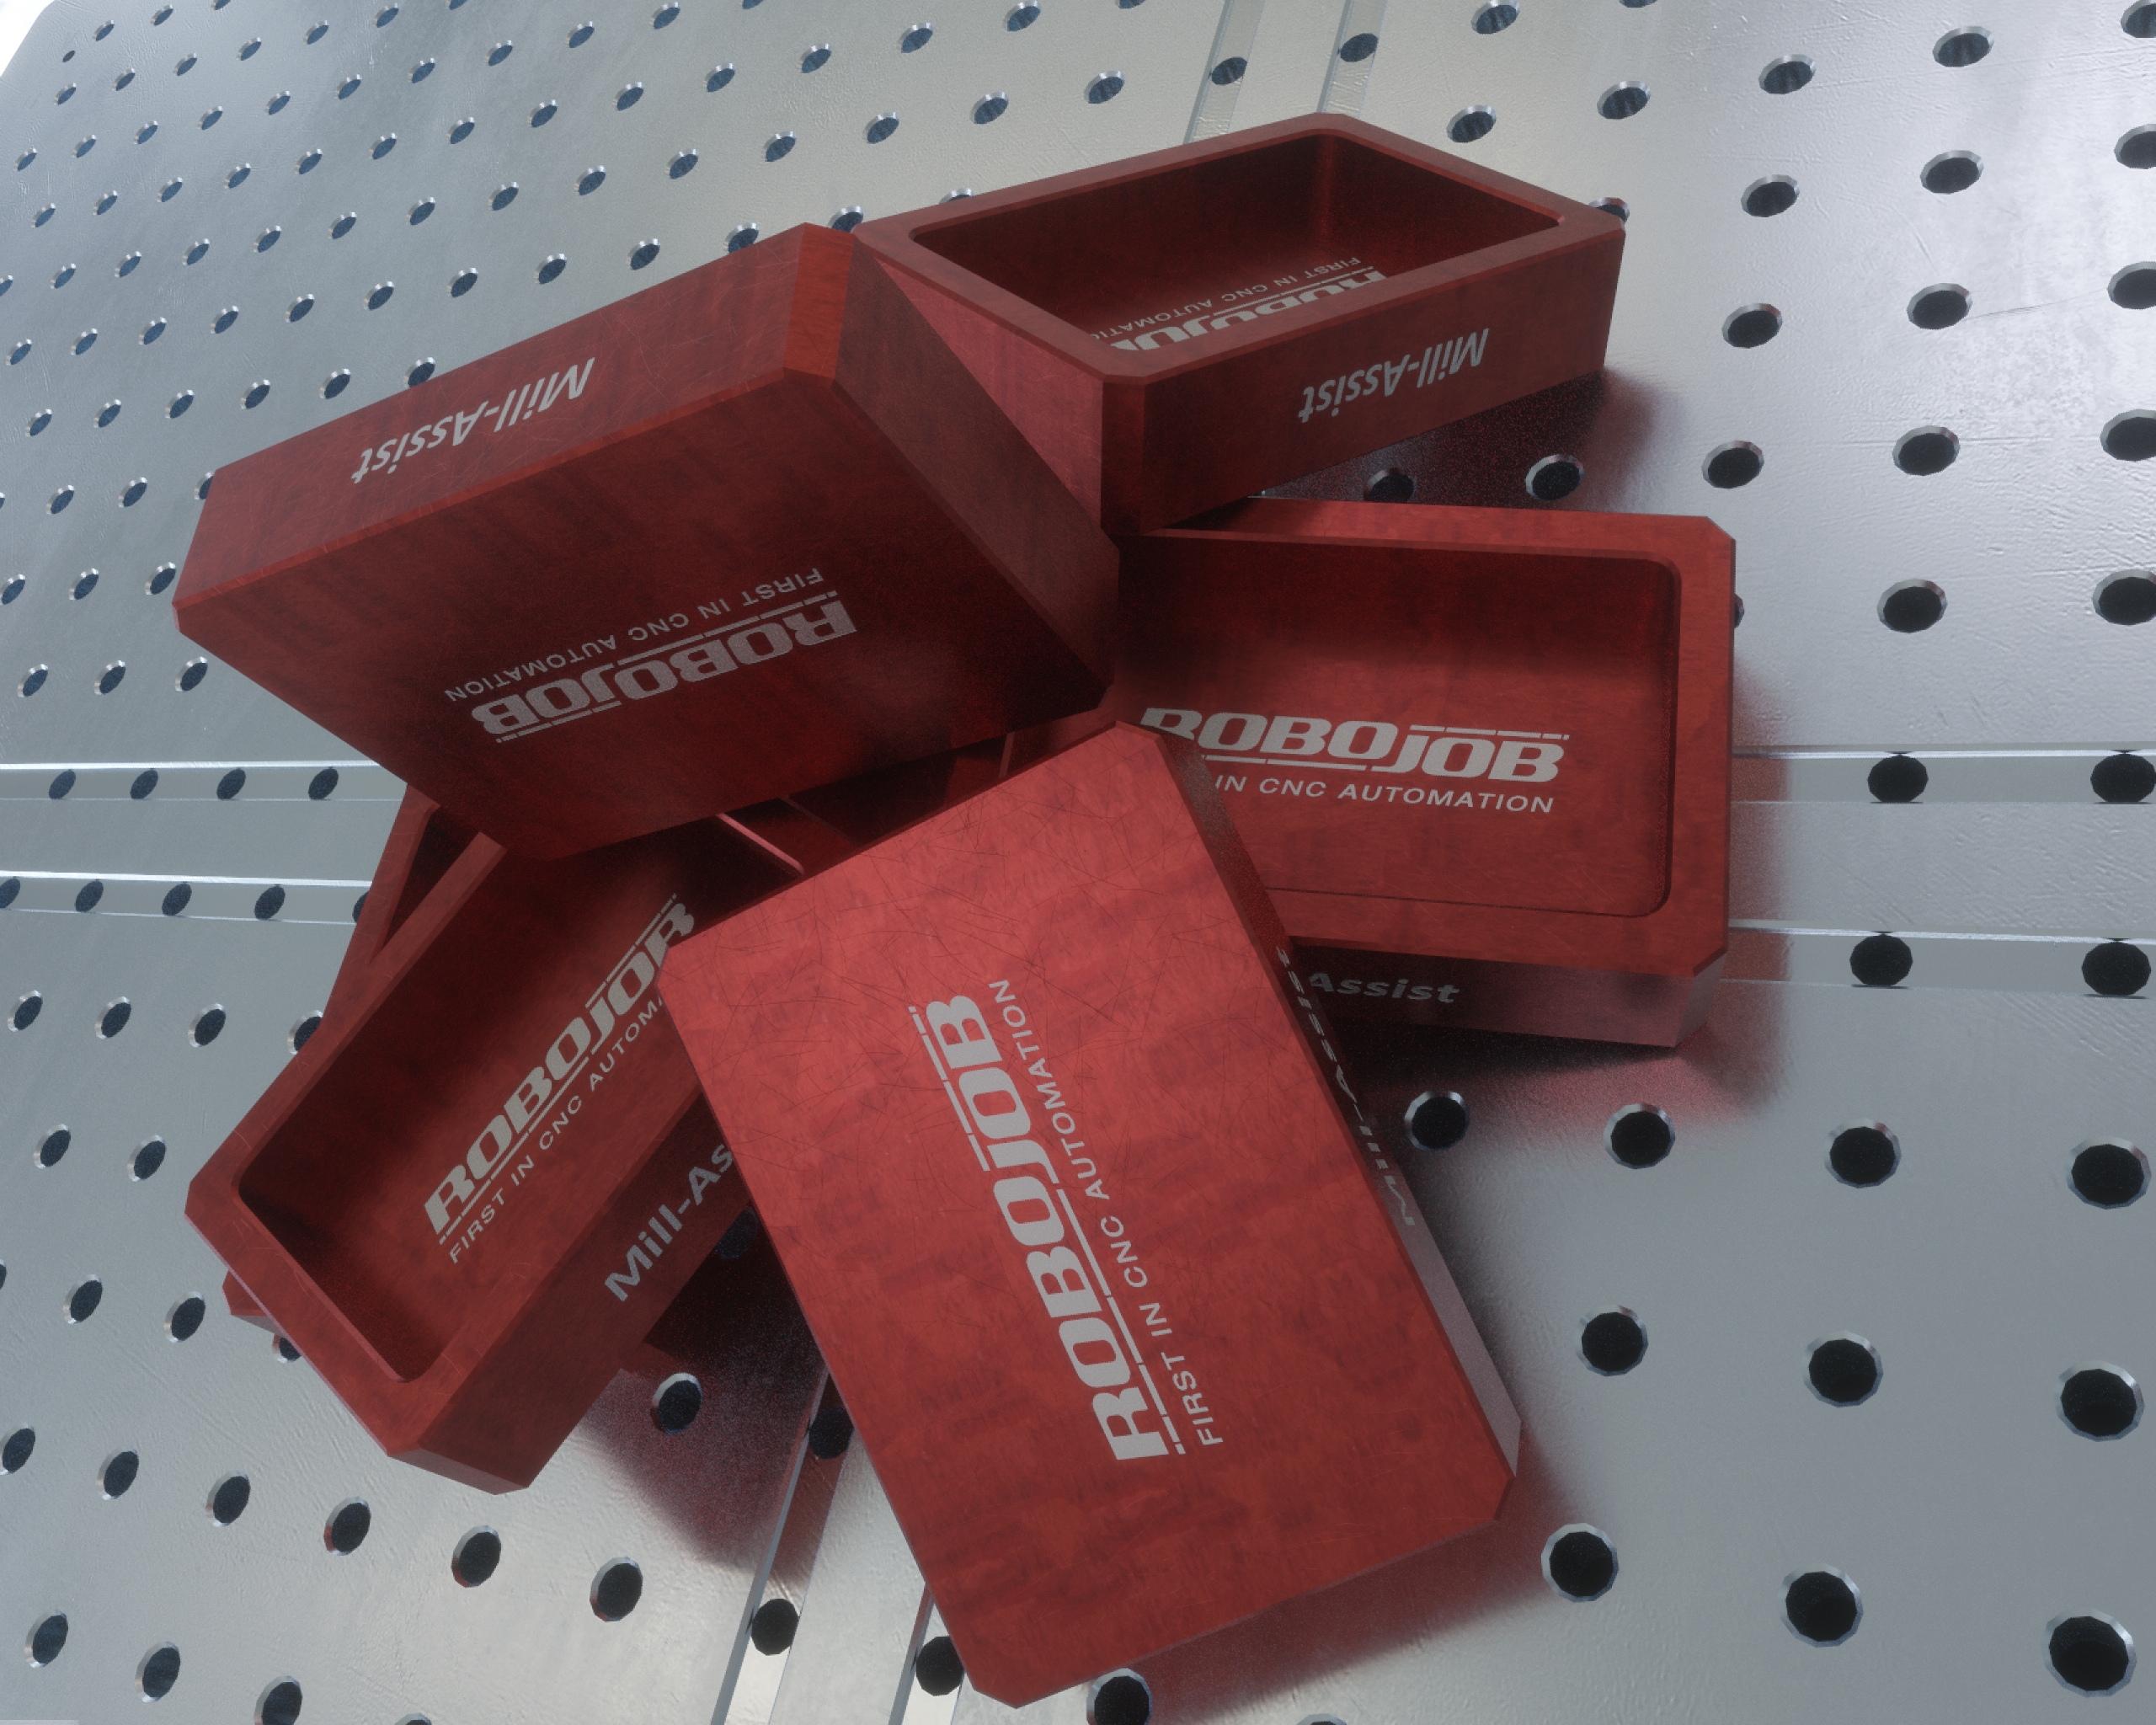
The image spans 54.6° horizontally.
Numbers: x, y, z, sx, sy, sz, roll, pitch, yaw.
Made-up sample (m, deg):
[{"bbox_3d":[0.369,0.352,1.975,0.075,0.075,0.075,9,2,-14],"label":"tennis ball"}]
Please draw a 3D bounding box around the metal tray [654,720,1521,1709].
[{"bbox_3d":[0.001,0.054,0.329,0.090,0.030,0.130,-26,86,12],"label":"metal tray"}]

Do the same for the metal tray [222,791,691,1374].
[{"bbox_3d":[-0.118,0.039,0.445,0.090,0.030,0.130,-4,59,25],"label":"metal tray"}]

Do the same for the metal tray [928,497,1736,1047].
[{"bbox_3d":[0.046,-0.020,0.370,0.130,0.030,0.090,4,63,11],"label":"metal tray"}]

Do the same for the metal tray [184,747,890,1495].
[{"bbox_3d":[-0.098,0.039,0.394,0.090,0.030,0.130,30,78,38],"label":"metal tray"}]

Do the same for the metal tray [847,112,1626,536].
[{"bbox_3d":[0.032,-0.112,0.415,0.131,0.030,0.090,-24,44,-29],"label":"metal tray"}]

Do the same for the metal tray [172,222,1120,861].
[{"bbox_3d":[-0.070,-0.046,0.349,0.130,0.090,0.030,-14,56,26],"label":"metal tray"}]

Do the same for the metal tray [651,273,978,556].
[{"bbox_3d":[-0.064,-0.084,0.469,0.090,0.030,0.130,-38,35,2],"label":"metal tray"}]

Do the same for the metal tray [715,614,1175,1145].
[{"bbox_3d":[-0.022,-0.007,0.422,0.090,0.030,0.130,-3,58,24],"label":"metal tray"}]
